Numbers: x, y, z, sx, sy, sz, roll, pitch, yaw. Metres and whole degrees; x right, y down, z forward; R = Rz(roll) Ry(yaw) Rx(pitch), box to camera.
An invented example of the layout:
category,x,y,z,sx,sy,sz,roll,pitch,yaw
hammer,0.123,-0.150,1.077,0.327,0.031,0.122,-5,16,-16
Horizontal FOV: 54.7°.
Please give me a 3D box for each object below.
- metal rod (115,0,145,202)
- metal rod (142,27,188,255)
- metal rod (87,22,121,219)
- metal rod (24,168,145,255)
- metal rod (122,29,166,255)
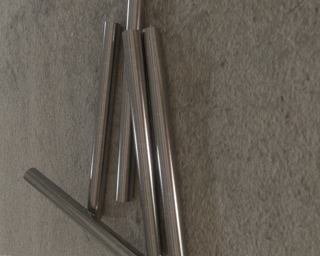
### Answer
category,x,y,z,sx,sy,sz,roll,pitch,yaw
metal rod,-0.042,-0.046,0.436,0.025,0.025,0.298,6,94,39
metal rod,0.006,0.018,0.398,0.025,0.025,0.298,-11,83,39
metal rod,-0.087,-0.007,0.473,0.025,0.025,0.298,11,97,39
metal rod,-0.100,0.142,0.455,0.300,0.025,0.025,29,108,26
metal rod,-0.021,0.023,0.406,0.025,0.025,0.298,-6,90,39
